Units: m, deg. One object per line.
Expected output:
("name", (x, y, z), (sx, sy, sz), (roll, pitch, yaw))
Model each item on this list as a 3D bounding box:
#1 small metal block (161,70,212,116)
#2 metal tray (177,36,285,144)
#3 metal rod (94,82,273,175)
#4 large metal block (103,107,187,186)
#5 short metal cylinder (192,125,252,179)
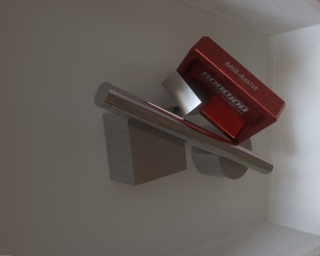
("small metal block", (0.035, -0.044, 0.392), (0.050, 0.025, 0.050), (54, 21, 12))
("metal tray", (0.080, -0.044, 0.400), (0.130, 0.090, 0.030), (41, 60, 0))
("metal rod", (0.054, 0.014, 0.386), (0.302, 0.025, 0.025), (23, 76, -38))
("large metal block", (-0.017, 0.018, 0.377), (0.081, 0.050, 0.079), (-10, 97, -40))
("short metal cylinder", (0.095, 0.035, 0.471), (0.081, 0.050, 0.079), (0, 90, -40))
